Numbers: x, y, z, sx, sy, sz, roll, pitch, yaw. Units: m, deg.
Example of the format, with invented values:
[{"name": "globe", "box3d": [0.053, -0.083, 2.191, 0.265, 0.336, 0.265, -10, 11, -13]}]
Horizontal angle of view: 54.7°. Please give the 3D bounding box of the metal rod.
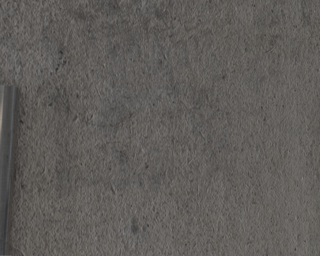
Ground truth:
[{"name": "metal rod", "box3d": [-0.179, 0.103, 0.343, 0.025, 0.025, 0.298, 3, 89, -20]}]
